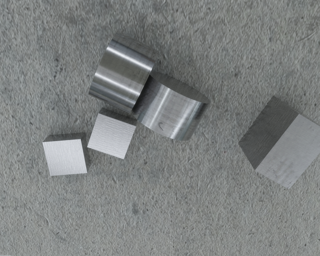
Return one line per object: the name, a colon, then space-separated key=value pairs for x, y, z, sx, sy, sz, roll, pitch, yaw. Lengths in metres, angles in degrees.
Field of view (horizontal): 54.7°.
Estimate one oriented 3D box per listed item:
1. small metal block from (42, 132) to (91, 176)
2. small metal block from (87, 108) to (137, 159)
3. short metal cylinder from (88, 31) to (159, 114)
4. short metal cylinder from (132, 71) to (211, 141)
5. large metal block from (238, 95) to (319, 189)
small metal block: x=-0.126 y=0.035 z=0.422 sx=0.050 sy=0.025 sz=0.050 roll=-5 pitch=110 yaw=1
small metal block: x=-0.063 y=0.007 z=0.412 sx=0.050 sy=0.025 sz=0.050 roll=20 pitch=109 yaw=-7
short metal cylinder: x=-0.042 y=-0.063 z=0.357 sx=0.050 sy=0.080 sz=0.080 roll=25 pitch=108 yaw=-9
short metal cylinder: x=0.013 y=-0.027 z=0.371 sx=0.080 sy=0.080 sz=0.050 roll=24 pitch=108 yaw=-9
large metal block: x=0.151 y=0.015 z=0.387 sx=0.050 sy=0.080 sz=0.080 roll=29 pitch=107 yaw=-10
